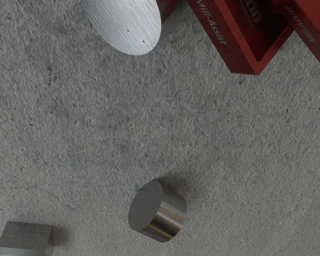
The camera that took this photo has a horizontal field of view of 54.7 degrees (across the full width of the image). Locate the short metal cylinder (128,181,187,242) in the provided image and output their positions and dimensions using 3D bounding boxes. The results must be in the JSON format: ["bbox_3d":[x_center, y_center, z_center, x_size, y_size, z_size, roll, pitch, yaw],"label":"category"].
[{"bbox_3d":[-0.005,0.129,0.481,0.050,0.080,0.080,35,122,-26],"label":"short metal cylinder"}]

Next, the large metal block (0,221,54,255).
[{"bbox_3d":[-0.246,0.221,0.577,0.081,0.050,0.079,8,130,-7],"label":"large metal block"}]

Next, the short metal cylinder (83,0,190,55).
[{"bbox_3d":[-0.020,-0.112,0.272,0.080,0.050,0.080,24,143,21],"label":"short metal cylinder"}]

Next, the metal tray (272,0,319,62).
[{"bbox_3d":[0.153,-0.126,0.271,0.130,0.030,0.090,36,95,-28],"label":"metal tray"}]

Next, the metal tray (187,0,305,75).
[{"bbox_3d":[0.071,-0.121,0.267,0.090,0.030,0.130,-51,123,-13],"label":"metal tray"}]
